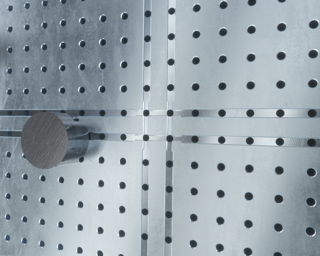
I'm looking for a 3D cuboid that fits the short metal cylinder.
[{"bbox_3d":[-0.153,0.017,0.453,0.080,0.050,0.080,0,90,20],"label":"short metal cylinder"}]
